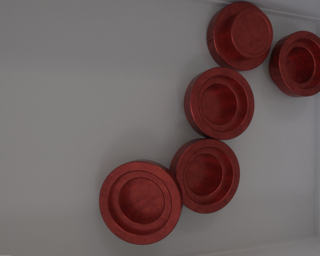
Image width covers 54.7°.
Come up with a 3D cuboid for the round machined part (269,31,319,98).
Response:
[{"bbox_3d":[0.209,-0.096,0.478,0.099,0.042,0.097,0,90,-20],"label":"round machined part"}]

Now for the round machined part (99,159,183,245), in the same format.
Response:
[{"bbox_3d":[-0.020,0.087,0.379,0.098,0.042,0.097,0,91,10],"label":"round machined part"}]

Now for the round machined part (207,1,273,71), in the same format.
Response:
[{"bbox_3d":[0.120,-0.131,0.442,0.099,0.042,0.097,-2,95,-20],"label":"round machined part"}]

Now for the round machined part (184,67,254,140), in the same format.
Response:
[{"bbox_3d":[0.077,-0.032,0.429,0.099,0.042,0.097,1,88,-21],"label":"round machined part"}]

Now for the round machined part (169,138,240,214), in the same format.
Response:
[{"bbox_3d":[0.056,0.062,0.420,0.099,0.042,0.097,0,91,-24],"label":"round machined part"}]
